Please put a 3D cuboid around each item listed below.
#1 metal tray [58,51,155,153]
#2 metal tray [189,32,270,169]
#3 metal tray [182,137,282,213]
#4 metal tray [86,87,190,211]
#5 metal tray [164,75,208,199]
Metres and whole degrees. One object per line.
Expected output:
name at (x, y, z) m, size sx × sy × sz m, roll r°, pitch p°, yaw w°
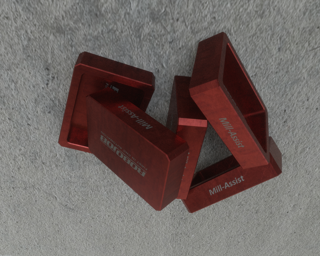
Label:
metal tray at (-0.069, -0.021, 0.387) m, size 0.091 × 0.030 × 0.129 m, roll 15°, pitch 128°, yaw -13°
metal tray at (0.082, -0.027, 0.341) m, size 0.030 × 0.090 × 0.130 m, roll -17°, pitch 130°, yaw 32°
metal tray at (0.097, 0.062, 0.420) m, size 0.130 × 0.090 × 0.030 m, roll -31°, pitch 89°, yaw 23°
metal tray at (-0.032, 0.022, 0.353) m, size 0.130 × 0.030 × 0.089 m, roll 36°, pitch 137°, yaw 28°
metal tray at (0.025, 0.013, 0.378) m, size 0.030 × 0.090 × 0.129 m, roll 5°, pitch 131°, yaw -5°
